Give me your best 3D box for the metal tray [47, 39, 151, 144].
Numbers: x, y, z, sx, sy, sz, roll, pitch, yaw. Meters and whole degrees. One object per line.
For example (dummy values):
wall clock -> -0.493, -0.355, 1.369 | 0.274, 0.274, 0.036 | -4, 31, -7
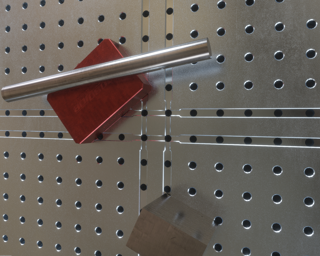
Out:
metal tray -> -0.089, -0.050, 0.440 | 0.130, 0.030, 0.090 | -40, 78, 15

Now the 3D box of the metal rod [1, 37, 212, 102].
metal rod -> -0.083, -0.071, 0.408 | 0.301, 0.025, 0.025 | -9, 87, 19

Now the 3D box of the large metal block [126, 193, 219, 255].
large metal block -> 0.019, 0.128, 0.376 | 0.080, 0.080, 0.050 | 26, 99, 18
